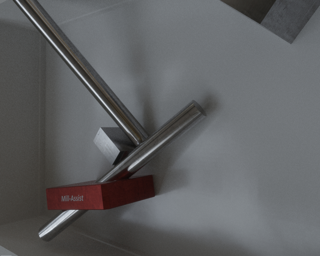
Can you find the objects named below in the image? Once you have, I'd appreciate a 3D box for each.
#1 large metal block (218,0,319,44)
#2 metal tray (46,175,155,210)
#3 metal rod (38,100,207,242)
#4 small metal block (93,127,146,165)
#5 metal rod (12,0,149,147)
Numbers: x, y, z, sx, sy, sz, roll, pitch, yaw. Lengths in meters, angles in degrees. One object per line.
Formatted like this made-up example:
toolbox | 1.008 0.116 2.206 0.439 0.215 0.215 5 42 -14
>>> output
large metal block | 0.095 -0.129 0.292 0.080 0.081 0.050 46 117 30
metal tray | -0.084 0.090 0.431 0.130 0.091 0.030 -12 83 39
metal rod | -0.062 0.067 0.413 0.299 0.025 0.025 -40 65 19
small metal block | -0.056 0.024 0.435 0.050 0.050 0.025 46 117 30
metal rod | -0.119 -0.097 0.415 0.025 0.025 0.300 -36 96 34
